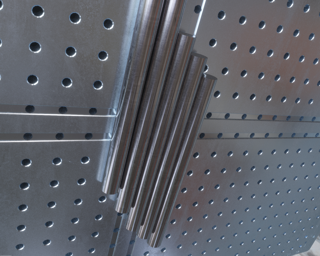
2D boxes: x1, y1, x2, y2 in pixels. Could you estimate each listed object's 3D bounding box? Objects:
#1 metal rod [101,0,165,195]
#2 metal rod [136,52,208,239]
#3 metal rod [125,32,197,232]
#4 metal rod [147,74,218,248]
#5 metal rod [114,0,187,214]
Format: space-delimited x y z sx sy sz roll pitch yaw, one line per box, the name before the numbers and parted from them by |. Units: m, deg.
metal rod | -0.032 -0.047 0.365 0.025 0.025 0.298 1 118 -29
metal rod | 0.010 0.041 0.443 0.025 0.025 0.298 1 118 -29
metal rod | -0.006 0.021 0.422 0.025 0.025 0.298 1 118 -29
metal rod | 0.026 0.063 0.466 0.025 0.025 0.298 1 118 -29
metal rod | -0.018 -0.014 0.393 0.025 0.025 0.298 1 118 -29
